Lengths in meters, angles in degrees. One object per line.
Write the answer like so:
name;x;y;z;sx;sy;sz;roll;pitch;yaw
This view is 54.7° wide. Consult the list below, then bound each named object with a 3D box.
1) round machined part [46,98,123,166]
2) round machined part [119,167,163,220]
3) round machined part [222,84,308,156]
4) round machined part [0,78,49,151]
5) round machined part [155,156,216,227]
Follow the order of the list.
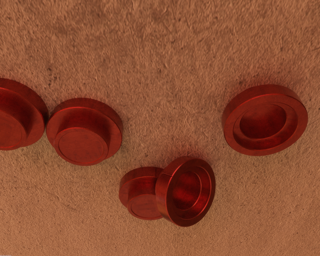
round machined part;-0.099;0.012;0.405;0.099;0.042;0.097;0;130;0
round machined part;-0.016;0.109;0.489;0.099;0.042;0.097;0;130;0
round machined part;0.126;-0.014;0.385;0.099;0.042;0.097;0;130;0
round machined part;-0.195;-0.010;0.386;0.099;0.042;0.097;0;130;0
round machined part;0.032;0.088;0.448;0.042;0.098;0.098;9;147;50
